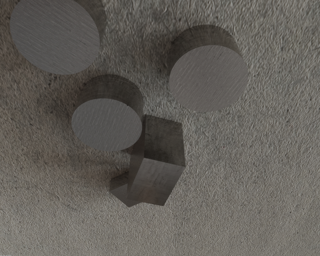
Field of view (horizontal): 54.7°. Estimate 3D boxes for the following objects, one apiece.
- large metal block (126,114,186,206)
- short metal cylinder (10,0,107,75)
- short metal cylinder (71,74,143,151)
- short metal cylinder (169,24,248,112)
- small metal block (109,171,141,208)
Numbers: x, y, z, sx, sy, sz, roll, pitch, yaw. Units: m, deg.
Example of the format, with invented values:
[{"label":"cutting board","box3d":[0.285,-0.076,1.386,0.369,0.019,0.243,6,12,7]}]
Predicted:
[{"label":"large metal block","box3d":[-0.007,0.042,0.407,0.050,0.080,0.079,14,129,-12]},{"label":"short metal cylinder","box3d":[-0.096,-0.100,0.305,0.081,0.050,0.079,0,130,0]},{"label":"short metal cylinder","box3d":[-0.061,-0.017,0.375,0.081,0.050,0.079,0,130,0]},{"label":"short metal cylinder","box3d":[0.050,-0.064,0.337,0.081,0.050,0.079,0,130,0]},{"label":"small metal block","box3d":[-0.043,0.094,0.487,0.050,0.025,0.050,-26,126,20]}]
